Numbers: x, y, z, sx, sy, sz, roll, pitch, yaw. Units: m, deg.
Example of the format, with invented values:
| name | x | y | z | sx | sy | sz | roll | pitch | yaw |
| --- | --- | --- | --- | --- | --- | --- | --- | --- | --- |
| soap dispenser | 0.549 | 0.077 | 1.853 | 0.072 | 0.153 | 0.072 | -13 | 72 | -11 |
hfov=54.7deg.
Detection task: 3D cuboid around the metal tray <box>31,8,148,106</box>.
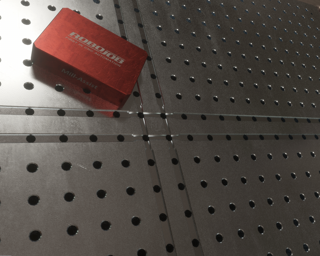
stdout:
| name | x | y | z | sx | sy | sz | roll | pitch | yaw |
| --- | --- | --- | --- | --- | --- | --- | --- | --- | --- |
| metal tray | -0.090 | -0.096 | 0.416 | 0.131 | 0.030 | 0.090 | 27 | 52 | -12 |
